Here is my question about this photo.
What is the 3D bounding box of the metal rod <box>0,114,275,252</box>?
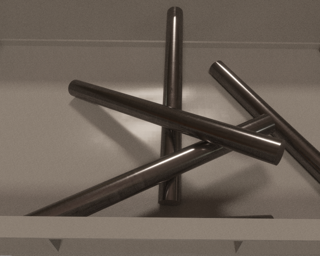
[{"bbox_3d":[-0.007,0.048,0.325,0.302,0.025,0.025,-21,54,-16],"label":"metal rod"}]

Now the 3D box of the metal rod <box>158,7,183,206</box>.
[{"bbox_3d":[0.017,-0.049,0.410,0.025,0.025,0.299,2,61,1],"label":"metal rod"}]

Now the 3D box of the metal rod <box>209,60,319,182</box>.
[{"bbox_3d":[0.161,0.005,0.402,0.025,0.025,0.300,-23,54,-18],"label":"metal rod"}]

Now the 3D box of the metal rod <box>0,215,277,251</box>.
[{"bbox_3d":[-0.035,0.107,0.314,0.302,0.025,0.025,-2,50,-2],"label":"metal rod"}]

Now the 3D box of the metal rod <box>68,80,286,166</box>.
[{"bbox_3d":[-0.006,-0.018,0.371,0.300,0.025,0.025,19,51,34],"label":"metal rod"}]
